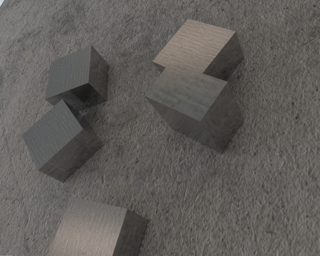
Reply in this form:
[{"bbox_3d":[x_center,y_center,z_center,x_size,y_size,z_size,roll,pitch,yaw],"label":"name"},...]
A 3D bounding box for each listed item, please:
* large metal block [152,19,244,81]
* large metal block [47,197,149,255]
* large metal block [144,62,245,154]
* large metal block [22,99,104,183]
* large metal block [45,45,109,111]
[{"bbox_3d":[0.052,-0.092,0.417,0.080,0.050,0.080,32,79,38],"label":"large metal block"},{"bbox_3d":[-0.069,0.129,0.345,0.080,0.050,0.080,3,63,29],"label":"large metal block"},{"bbox_3d":[0.042,-0.022,0.360,0.080,0.080,0.050,28,77,37],"label":"large metal block"},{"bbox_3d":[-0.142,0.018,0.451,0.080,0.050,0.080,-43,51,-2],"label":"large metal block"},{"bbox_3d":[-0.133,-0.077,0.505,0.080,0.050,0.080,-17,55,18],"label":"large metal block"}]
